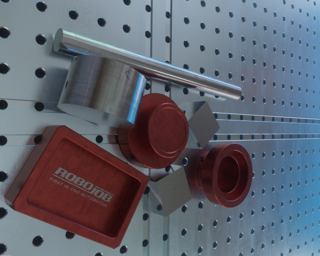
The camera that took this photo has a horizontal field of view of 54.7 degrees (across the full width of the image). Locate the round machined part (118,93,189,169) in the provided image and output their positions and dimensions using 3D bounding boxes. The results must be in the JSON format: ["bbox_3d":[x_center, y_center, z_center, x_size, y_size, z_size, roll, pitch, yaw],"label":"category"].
[{"bbox_3d":[-0.001,0.004,0.396,0.099,0.042,0.097,3,85,-40],"label":"round machined part"}]

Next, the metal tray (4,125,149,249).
[{"bbox_3d":[-0.082,0.066,0.337,0.130,0.030,0.090,38,67,-33],"label":"metal tray"}]

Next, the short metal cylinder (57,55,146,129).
[{"bbox_3d":[-0.059,-0.035,0.323,0.080,0.080,0.050,22,76,-38],"label":"short metal cylinder"}]

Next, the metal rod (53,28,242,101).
[{"bbox_3d":[0.010,-0.074,0.416,0.302,0.025,0.025,8,85,-40],"label":"metal rod"}]

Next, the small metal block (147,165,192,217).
[{"bbox_3d":[0.012,0.083,0.419,0.050,0.025,0.050,-25,106,-37],"label":"small metal block"}]

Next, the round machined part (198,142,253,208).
[{"bbox_3d":[0.097,0.071,0.480,0.099,0.042,0.097,0,90,-40],"label":"round machined part"}]

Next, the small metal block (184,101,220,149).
[{"bbox_3d":[0.056,-0.005,0.456,0.050,0.025,0.050,-46,118,-30],"label":"small metal block"}]
